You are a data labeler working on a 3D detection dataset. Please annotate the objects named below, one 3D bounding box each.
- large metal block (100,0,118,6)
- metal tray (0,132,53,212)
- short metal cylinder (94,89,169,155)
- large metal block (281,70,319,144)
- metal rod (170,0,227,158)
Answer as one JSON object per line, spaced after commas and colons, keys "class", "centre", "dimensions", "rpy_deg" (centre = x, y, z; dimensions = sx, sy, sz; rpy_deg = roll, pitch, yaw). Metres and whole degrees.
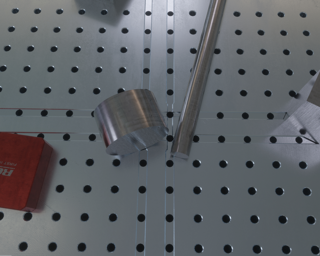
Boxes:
{"class": "large metal block", "centre": [-0.094, -0.254, 0.491], "dimensions": [0.080, 0.050, 0.080], "rpy_deg": [23, 72, 8]}
{"class": "metal tray", "centre": [-0.214, 0.050, 0.389], "dimensions": [0.131, 0.030, 0.090], "rpy_deg": [8, 70, 3]}
{"class": "short metal cylinder", "centre": [-0.036, -0.005, 0.384], "dimensions": [0.080, 0.080, 0.050], "rpy_deg": [-19, 71, -7]}
{"class": "large metal block", "centre": [0.214, -0.019, 0.391], "dimensions": [0.080, 0.080, 0.050], "rpy_deg": [28, 73, 10]}
{"class": "metal rod", "centre": [0.063, -0.101, 0.448], "dimensions": [0.025, 0.025, 0.299], "rpy_deg": [14, 70, 5]}
